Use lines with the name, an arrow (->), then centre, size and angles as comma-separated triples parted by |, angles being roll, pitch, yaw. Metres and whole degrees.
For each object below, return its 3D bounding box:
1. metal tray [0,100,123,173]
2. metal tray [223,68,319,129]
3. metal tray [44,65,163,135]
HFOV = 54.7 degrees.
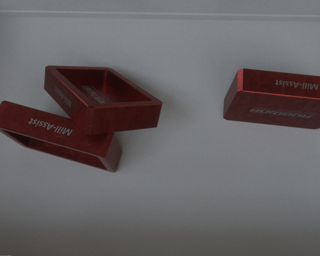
metal tray -> -0.115, 0.014, 0.368 | 0.131, 0.090, 0.030 | 15, 71, 5
metal tray -> 0.153, -0.033, 0.389 | 0.131, 0.090, 0.030 | 6, 70, 2
metal tray -> -0.070, -0.039, 0.365 | 0.091, 0.030, 0.130 | -7, 31, -38
